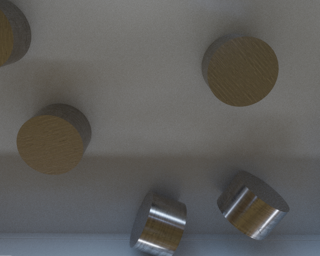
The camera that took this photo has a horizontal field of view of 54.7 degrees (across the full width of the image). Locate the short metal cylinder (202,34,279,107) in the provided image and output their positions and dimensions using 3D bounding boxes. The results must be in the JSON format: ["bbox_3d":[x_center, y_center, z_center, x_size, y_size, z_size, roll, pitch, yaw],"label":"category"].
[{"bbox_3d":[0.094,-0.071,0.373,0.081,0.050,0.079,0,110,-1],"label":"short metal cylinder"}]

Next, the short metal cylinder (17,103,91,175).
[{"bbox_3d":[-0.134,0.013,0.401,0.081,0.050,0.079,0,110,-1],"label":"short metal cylinder"}]

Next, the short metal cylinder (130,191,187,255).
[{"bbox_3d":[-0.003,0.134,0.432,0.050,0.080,0.079,23,108,-9],"label":"short metal cylinder"}]

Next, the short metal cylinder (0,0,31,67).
[{"bbox_3d":[-0.198,-0.109,0.355,0.081,0.050,0.079,0,110,-1],"label":"short metal cylinder"}]

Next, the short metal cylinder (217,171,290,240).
[{"bbox_3d":[0.126,0.104,0.422,0.080,0.080,0.050,29,107,-11],"label":"short metal cylinder"}]
